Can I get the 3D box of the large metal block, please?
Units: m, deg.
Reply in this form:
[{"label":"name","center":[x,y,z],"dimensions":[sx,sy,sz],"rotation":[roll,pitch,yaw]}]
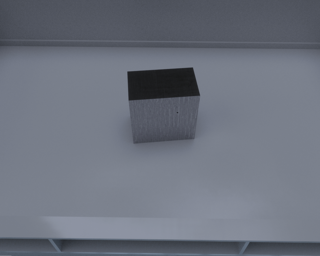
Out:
[{"label":"large metal block","center":[0.003,-0.027,0.392],"dimensions":[0.080,0.080,0.050],"rotation":[-4,50,-4]}]
